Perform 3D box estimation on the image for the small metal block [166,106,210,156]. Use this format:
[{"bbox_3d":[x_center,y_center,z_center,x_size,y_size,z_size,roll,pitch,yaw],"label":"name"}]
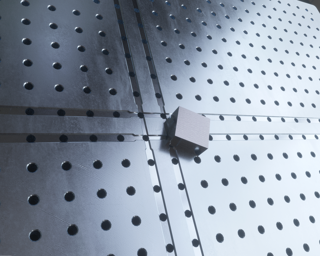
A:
[{"bbox_3d":[0.040,0.004,0.429,0.050,0.025,0.050,22,54,-16],"label":"small metal block"}]
